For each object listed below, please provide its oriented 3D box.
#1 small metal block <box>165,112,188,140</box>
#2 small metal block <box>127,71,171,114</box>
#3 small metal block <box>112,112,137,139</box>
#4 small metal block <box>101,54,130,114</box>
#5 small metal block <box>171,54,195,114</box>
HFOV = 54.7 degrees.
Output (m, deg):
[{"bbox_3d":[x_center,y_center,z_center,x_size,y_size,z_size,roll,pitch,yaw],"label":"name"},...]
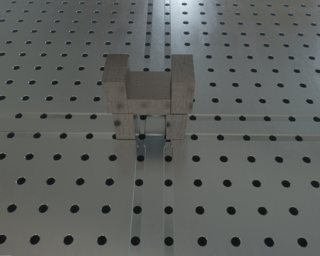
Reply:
[{"bbox_3d":[0.020,-0.020,0.408,0.025,0.050,0.050,-1,50,-1],"label":"small metal block"},{"bbox_3d":[-0.013,-0.044,0.380,0.050,0.025,0.050,1,50,0],"label":"small metal block"},{"bbox_3d":[-0.045,-0.020,0.407,0.025,0.050,0.050,1,50,0],"label":"small metal block"},{"bbox_3d":[-0.050,-0.052,0.369,0.025,0.050,0.050,0,50,0],"label":"small metal block"},{"bbox_3d":[0.026,-0.052,0.369,0.025,0.050,0.050,0,50,0],"label":"small metal block"}]
